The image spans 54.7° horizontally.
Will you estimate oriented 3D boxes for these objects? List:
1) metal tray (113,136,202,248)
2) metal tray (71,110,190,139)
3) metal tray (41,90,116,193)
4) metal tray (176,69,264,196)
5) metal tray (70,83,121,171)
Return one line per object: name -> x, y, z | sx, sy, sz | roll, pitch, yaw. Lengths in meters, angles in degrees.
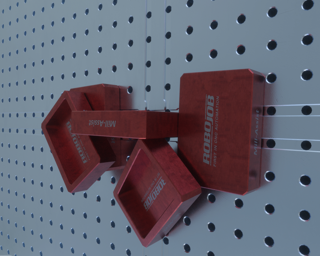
metal tray -> -0.010, 0.080, 0.388 | 0.090, 0.030, 0.129 | 53, 138, 26
metal tray -> -0.039, -0.006, 0.396 | 0.130, 0.091, 0.030 | 2, 92, 39
metal tray -> -0.127, 0.019, 0.466 | 0.090, 0.030, 0.130 | -45, 64, 30
metal tray -> 0.065, 0.002, 0.350 | 0.090, 0.030, 0.129 | 4, 92, 39
metal tray -> -0.104, 0.000, 0.490 | 0.090, 0.030, 0.129 | -1, 90, 40
